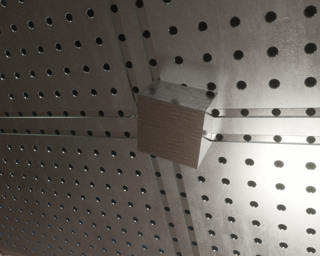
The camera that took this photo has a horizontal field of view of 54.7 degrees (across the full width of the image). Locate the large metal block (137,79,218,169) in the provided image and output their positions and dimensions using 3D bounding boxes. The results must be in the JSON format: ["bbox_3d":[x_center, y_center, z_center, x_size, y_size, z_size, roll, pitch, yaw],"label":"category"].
[{"bbox_3d":[0.020,-0.006,0.380,0.080,0.050,0.079,16,125,19],"label":"large metal block"}]
